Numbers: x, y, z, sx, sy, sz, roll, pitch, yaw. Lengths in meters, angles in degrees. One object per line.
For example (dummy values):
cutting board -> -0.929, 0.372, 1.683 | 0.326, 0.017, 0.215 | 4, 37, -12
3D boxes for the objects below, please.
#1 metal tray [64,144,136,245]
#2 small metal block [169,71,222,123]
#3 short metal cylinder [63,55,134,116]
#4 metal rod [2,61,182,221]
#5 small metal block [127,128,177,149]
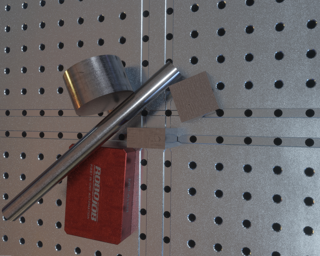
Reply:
metal tray -> -0.086, 0.089, 0.439 | 0.090, 0.030, 0.129 | 4, 91, 19
small metal block -> 0.046, -0.038, 0.396 | 0.050, 0.025, 0.050 | -21, 83, 18
short metal cylinder -> -0.081, -0.055, 0.411 | 0.080, 0.080, 0.050 | -24, 82, 18
metal rod -> -0.094, 0.021, 0.412 | 0.300, 0.025, 0.025 | -41, 77, 5
small metal block -> -0.009, 0.012, 0.402 | 0.050, 0.050, 0.025 | 1, 91, 19
